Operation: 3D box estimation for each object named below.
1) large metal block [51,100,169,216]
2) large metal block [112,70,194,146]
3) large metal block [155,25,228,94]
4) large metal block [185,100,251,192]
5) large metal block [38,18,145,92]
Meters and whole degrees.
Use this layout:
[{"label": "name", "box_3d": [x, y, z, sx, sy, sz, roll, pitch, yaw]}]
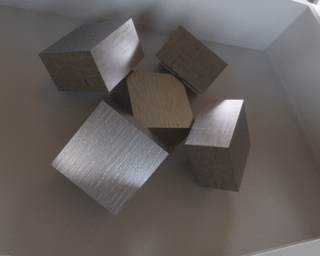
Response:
[{"label": "large metal block", "box_3d": [-0.047, 0.027, 0.319, 0.080, 0.050, 0.080, 39, 95, -2]}, {"label": "large metal block", "box_3d": [-0.010, -0.024, 0.395, 0.081, 0.050, 0.080, 1, 62, -28]}, {"label": "large metal block", "box_3d": [0.044, -0.093, 0.441, 0.080, 0.050, 0.080, 39, 8, -1]}, {"label": "large metal block", "box_3d": [0.077, 0.021, 0.388, 0.080, 0.050, 0.080, -62, 144, -39]}, {"label": "large metal block", "box_3d": [-0.078, -0.086, 0.368, 0.080, 0.080, 0.050, -54, 137, -39]}]
